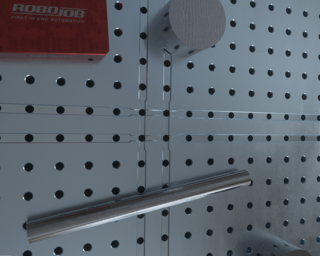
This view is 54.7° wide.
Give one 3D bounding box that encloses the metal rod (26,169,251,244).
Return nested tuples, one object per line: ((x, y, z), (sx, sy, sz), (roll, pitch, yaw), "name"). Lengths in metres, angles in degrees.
((-0.012, 0.097, 0.409), (0.303, 0.025, 0.025), (-10, 94, -20), "metal rod")

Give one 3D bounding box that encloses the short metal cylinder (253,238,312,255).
((0.189, 0.216, 0.472), (0.081, 0.050, 0.079), (0, 90, -21), "short metal cylinder")

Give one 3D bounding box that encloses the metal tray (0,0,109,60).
((-0.129, -0.129, 0.362), (0.131, 0.030, 0.089), (-4, 91, -20), "metal tray")

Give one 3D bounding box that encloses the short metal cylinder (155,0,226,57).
((0.040, -0.140, 0.415), (0.081, 0.050, 0.079), (0, 90, -21), "short metal cylinder")
